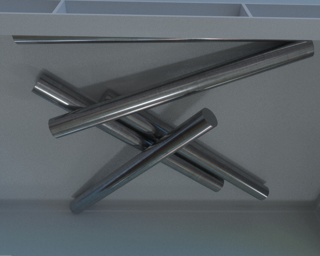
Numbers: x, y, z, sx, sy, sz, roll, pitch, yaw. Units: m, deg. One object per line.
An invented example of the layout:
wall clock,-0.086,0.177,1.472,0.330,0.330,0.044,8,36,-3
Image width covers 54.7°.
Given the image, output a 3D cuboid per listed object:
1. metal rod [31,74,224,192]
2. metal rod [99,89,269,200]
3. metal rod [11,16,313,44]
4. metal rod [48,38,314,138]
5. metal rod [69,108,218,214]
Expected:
metal rod,-0.026,0.018,0.423,0.301,0.025,0.025,31,123,-24
metal rod,0.049,0.034,0.438,0.301,0.025,0.025,31,123,-24
metal rod,0.003,-0.101,0.322,0.302,0.025,0.025,-1,130,0
metal rod,0.018,-0.044,0.350,0.301,0.025,0.025,-17,129,6
metal rod,-0.042,0.060,0.432,0.025,0.025,0.299,34,130,-26
